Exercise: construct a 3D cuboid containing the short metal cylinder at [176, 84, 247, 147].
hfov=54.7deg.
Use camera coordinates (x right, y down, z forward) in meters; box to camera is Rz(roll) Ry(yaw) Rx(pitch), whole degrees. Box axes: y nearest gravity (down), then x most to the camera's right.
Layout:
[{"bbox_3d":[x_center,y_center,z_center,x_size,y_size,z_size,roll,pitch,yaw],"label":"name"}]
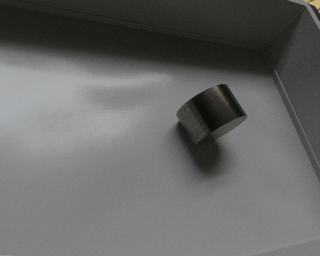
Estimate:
[{"bbox_3d":[0.070,-0.016,0.419,0.081,0.080,0.050,-19,72,-35],"label":"short metal cylinder"}]
